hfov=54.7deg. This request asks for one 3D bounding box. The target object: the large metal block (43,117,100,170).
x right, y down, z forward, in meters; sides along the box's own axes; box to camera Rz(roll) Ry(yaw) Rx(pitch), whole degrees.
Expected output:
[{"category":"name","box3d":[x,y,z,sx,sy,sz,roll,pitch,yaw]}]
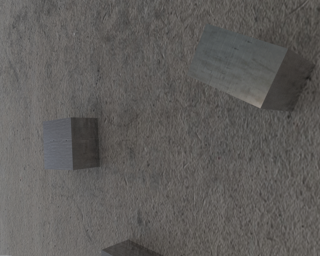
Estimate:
[{"category":"large metal block","box3d":[-0.147,0.026,0.510,0.080,0.050,0.080,-5,87,40]}]

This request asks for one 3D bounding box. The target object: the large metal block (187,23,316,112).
[{"category":"large metal block","box3d":[0.088,-0.056,0.297,0.080,0.081,0.050,32,110,35]}]

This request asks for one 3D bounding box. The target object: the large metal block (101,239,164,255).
[{"category":"large metal block","box3d":[-0.036,0.209,0.418,0.080,0.050,0.079,7,94,39]}]
